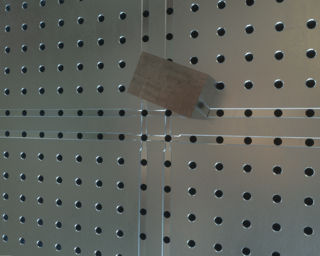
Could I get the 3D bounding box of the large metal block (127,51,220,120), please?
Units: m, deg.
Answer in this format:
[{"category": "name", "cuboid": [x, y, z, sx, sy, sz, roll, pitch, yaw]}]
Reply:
[{"category": "large metal block", "cuboid": [0.020, -0.048, 0.376, 0.080, 0.080, 0.050, 24, 98, 18]}]
